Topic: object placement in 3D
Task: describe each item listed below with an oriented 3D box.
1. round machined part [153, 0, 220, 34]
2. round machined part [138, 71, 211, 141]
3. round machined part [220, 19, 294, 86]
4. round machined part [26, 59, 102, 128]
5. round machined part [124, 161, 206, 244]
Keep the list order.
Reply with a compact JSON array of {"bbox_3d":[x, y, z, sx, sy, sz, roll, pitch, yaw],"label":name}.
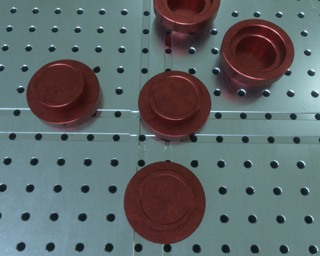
[{"bbox_3d":[0.039,-0.184,0.471,0.099,0.042,0.098,0,70,-1],"label":"round machined part"},{"bbox_3d":[0.020,-0.035,0.416,0.099,0.042,0.098,0,70,-1],"label":"round machined part"},{"bbox_3d":[0.134,-0.102,0.442,0.099,0.042,0.098,0,70,-1],"label":"round machined part"},{"bbox_3d":[-0.132,-0.052,0.420,0.099,0.042,0.098,0,70,-1],"label":"round machined part"},{"bbox_3d":[0.006,0.087,0.371,0.099,0.042,0.098,0,70,-1],"label":"round machined part"}]
